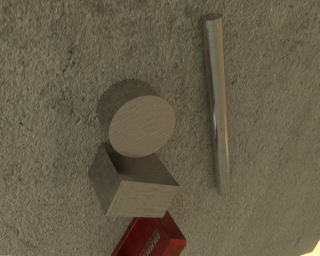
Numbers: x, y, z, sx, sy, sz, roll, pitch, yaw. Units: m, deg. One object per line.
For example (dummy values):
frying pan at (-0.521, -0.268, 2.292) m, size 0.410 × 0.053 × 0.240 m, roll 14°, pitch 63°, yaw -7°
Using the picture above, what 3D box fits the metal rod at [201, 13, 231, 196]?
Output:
metal rod at (0.085, -0.010, 0.446) m, size 0.025 × 0.025 × 0.298 m, roll -23°, pitch 127°, yaw -15°

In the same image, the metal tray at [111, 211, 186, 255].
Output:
metal tray at (-0.023, 0.186, 0.467) m, size 0.030 × 0.090 × 0.129 m, roll 19°, pitch 108°, yaw -36°

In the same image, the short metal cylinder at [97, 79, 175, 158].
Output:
short metal cylinder at (-0.029, -0.012, 0.367) m, size 0.081 × 0.050 × 0.079 m, roll -14°, pitch 124°, yaw -21°

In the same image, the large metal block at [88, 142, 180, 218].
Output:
large metal block at (-0.035, 0.066, 0.393) m, size 0.081 × 0.080 × 0.050 m, roll 13°, pitch 112°, yaw -34°
